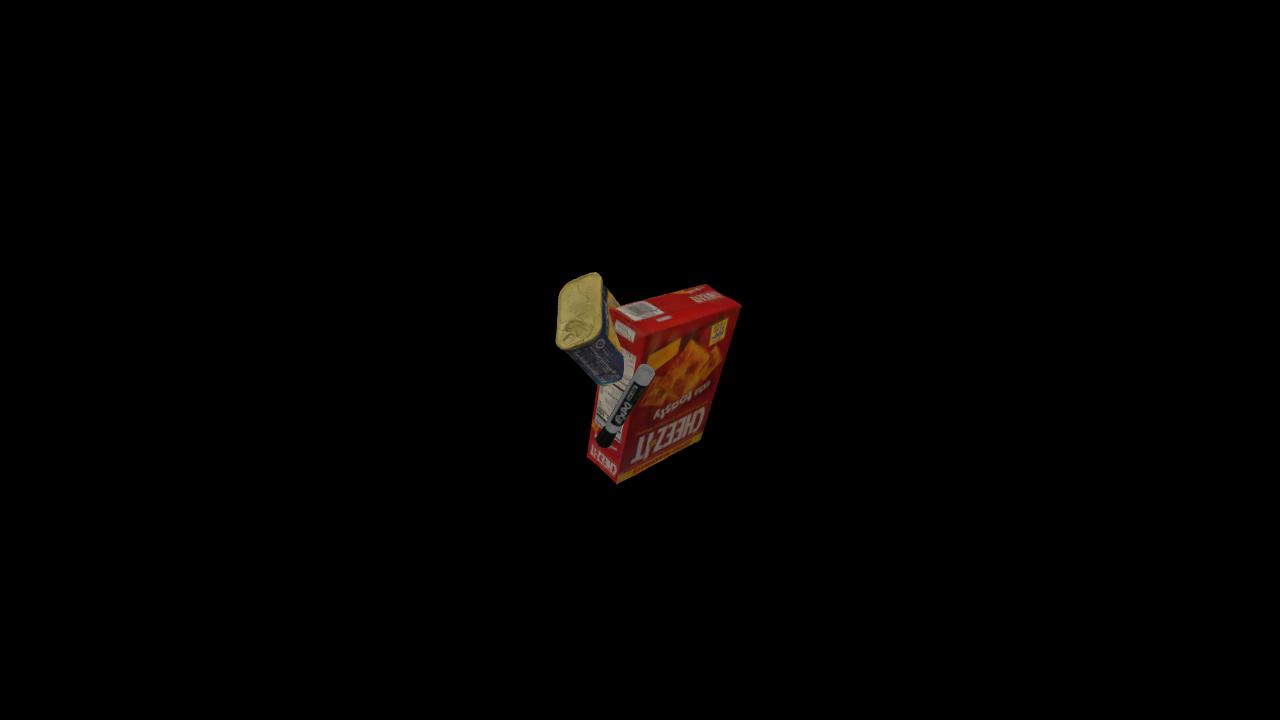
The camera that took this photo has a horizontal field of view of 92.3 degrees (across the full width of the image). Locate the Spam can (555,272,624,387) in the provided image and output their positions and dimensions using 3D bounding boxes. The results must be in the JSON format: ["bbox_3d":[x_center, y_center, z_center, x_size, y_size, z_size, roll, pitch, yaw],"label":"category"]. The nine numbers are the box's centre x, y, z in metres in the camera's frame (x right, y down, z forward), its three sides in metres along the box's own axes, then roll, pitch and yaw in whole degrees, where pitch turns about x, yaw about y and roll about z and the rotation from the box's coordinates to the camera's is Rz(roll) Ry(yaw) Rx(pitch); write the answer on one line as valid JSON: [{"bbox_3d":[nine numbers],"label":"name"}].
[{"bbox_3d":[-0.048,-0.033,0.698,0.058,0.101,0.085,-19,-41,20],"label":"Spam can"}]

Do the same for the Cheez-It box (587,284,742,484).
[{"bbox_3d":[0.026,0.028,0.768,0.166,0.223,0.071,-19,43,-40],"label":"Cheez-It box"}]

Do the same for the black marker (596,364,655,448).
[{"bbox_3d":[-0.018,0.053,0.662,0.020,0.121,0.020,20,36,-15],"label":"black marker"}]
